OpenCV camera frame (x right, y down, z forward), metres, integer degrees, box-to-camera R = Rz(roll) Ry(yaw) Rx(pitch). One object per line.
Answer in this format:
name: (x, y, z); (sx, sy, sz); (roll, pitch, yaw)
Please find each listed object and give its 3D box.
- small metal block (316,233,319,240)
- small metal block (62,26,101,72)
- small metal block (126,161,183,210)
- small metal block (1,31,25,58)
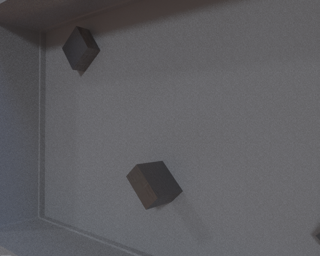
small metal block: (0.165, 0.098, 0.252); (0.050, 0.025, 0.050); (53, 165, 26)
small metal block: (-0.131, -0.130, 0.512); (0.050, 0.025, 0.050); (-44, 64, 31)
small metal block: (-0.007, 0.071, 0.394); (0.025, 0.050, 0.050); (-50, 61, 28)
small metal block: (-0.316, -0.178, 0.666); (0.050, 0.025, 0.050); (7, 94, 39)
